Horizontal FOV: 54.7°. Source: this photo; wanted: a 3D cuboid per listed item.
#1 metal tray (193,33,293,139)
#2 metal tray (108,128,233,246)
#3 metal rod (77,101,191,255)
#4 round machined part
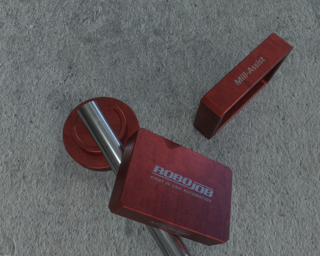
[{"bbox_3d":[0.102,-0.050,0.393,0.130,0.090,0.030,-42,76,-14],"label":"metal tray"},{"bbox_3d":[0.018,0.066,0.342,0.131,0.030,0.090,25,54,-19],"label":"metal tray"},{"bbox_3d":[-0.006,0.101,0.344,0.025,0.025,0.299,-31,83,-11],"label":"metal rod"},{"bbox_3d":[-0.076,0.004,0.397,0.099,0.042,0.098,0,70,-1],"label":"round machined part"}]
